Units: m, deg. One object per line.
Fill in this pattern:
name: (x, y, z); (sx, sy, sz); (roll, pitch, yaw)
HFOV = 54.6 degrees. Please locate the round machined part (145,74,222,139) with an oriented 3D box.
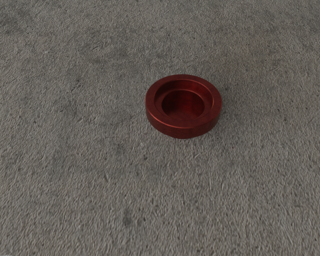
round machined part: (0.030, -0.024, 0.413); (0.099, 0.042, 0.098); (0, 50, 0)
